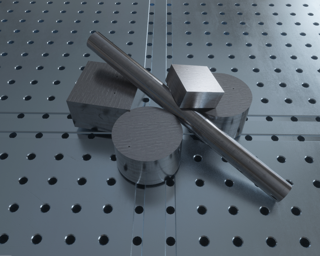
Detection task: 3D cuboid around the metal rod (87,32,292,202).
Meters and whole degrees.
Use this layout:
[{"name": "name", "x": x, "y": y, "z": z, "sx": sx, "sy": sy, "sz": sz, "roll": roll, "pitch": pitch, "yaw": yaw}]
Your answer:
[{"name": "metal rod", "x": 0.026, "y": -0.021, "z": 0.375, "sx": 0.300, "sy": 0.025, "sz": 0.025, "roll": 40, "pitch": 60, "yaw": 12}]

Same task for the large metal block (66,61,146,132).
[{"name": "large metal block", "x": -0.068, "y": -0.042, "z": 0.419, "sx": 0.080, "sy": 0.050, "sz": 0.080, "roll": 9, "pitch": 51, "yaw": 7}]

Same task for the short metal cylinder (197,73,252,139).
[{"name": "short metal cylinder", "x": 0.076, "y": -0.028, "z": 0.411, "sx": 0.081, "sy": 0.050, "sz": 0.080, "roll": 0, "pitch": 50, "yaw": 0}]

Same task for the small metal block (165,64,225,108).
[{"name": "small metal block", "x": 0.041, "y": -0.050, "z": 0.371, "sx": 0.050, "sy": 0.025, "sz": 0.050, "roll": -2, "pitch": 47, "yaw": -25}]

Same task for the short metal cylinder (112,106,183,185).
[{"name": "short metal cylinder", "x": -0.014, "y": 0.020, "z": 0.369, "sx": 0.081, "sy": 0.050, "sz": 0.080, "roll": 0, "pitch": 50, "yaw": 0}]
